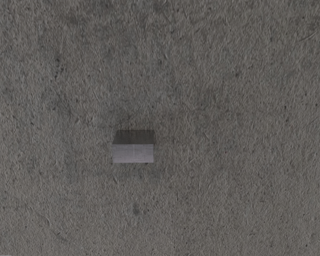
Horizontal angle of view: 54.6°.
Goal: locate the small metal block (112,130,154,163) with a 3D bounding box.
[{"bbox_3d":[-0.033,0.023,0.405,0.050,0.050,0.025,0,110,0],"label":"small metal block"}]
